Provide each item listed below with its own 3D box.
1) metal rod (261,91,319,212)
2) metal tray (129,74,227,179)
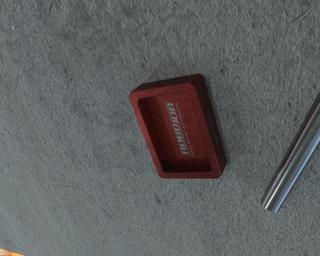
[{"bbox_3d":[0.165,-0.022,0.305,0.025,0.025,0.298,23,127,14],"label":"metal rod"},{"bbox_3d":[0.024,0.003,0.392,0.090,0.030,0.129,-6,116,30],"label":"metal tray"}]
